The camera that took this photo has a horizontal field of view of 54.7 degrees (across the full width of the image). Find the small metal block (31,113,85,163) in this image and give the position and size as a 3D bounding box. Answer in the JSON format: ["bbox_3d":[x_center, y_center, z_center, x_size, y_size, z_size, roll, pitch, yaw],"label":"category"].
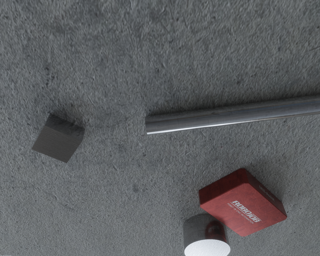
[{"bbox_3d":[-0.137,0.015,0.418,0.050,0.025,0.050,27,125,-22],"label":"small metal block"}]

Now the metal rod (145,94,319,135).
[{"bbox_3d":[0.132,-0.021,0.390,0.302,0.025,0.025,-7,130,5],"label":"metal rod"}]

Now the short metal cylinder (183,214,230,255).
[{"bbox_3d":[0.083,0.201,0.563,0.081,0.050,0.079,0,130,0],"label":"short metal cylinder"}]

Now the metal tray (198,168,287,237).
[{"bbox_3d":[0.138,0.128,0.515,0.090,0.030,0.130,-35,123,25],"label":"metal tray"}]
